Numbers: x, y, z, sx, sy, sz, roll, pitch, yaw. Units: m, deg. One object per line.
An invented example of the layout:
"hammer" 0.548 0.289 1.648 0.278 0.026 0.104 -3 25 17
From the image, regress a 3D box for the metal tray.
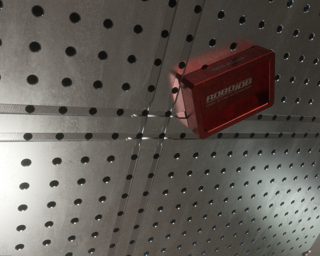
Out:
"metal tray" 0.099 -0.049 0.433 0.131 0.030 0.090 -25 128 -14
